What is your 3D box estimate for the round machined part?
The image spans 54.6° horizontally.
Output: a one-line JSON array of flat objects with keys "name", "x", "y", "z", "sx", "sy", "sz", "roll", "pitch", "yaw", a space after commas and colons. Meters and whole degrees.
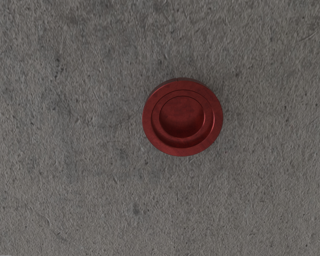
[{"name": "round machined part", "x": 0.027, "y": -0.017, "z": 0.395, "sx": 0.099, "sy": 0.042, "sz": 0.097, "roll": 0, "pitch": 110, "yaw": 0}]
